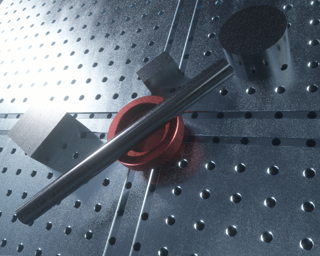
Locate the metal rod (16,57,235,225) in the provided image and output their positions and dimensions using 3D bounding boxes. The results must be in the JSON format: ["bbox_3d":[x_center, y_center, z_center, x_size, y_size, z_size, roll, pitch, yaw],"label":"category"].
[{"bbox_3d":[-0.043,0.018,0.364,0.300,0.025,0.025,-36,51,3],"label":"metal rod"}]

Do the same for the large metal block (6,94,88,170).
[{"bbox_3d":[-0.174,0.005,0.478,0.080,0.050,0.080,29,77,37],"label":"large metal block"}]

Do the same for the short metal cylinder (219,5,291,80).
[{"bbox_3d":[0.121,-0.108,0.394,0.080,0.050,0.080,-13,56,20],"label":"short metal cylinder"}]

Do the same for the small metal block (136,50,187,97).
[{"bbox_3d":[0.003,-0.071,0.433,0.050,0.050,0.025,-36,51,4],"label":"small metal block"}]

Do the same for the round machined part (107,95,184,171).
[{"bbox_3d":[-0.015,0.010,0.398,0.098,0.042,0.098,-13,56,20],"label":"round machined part"}]
